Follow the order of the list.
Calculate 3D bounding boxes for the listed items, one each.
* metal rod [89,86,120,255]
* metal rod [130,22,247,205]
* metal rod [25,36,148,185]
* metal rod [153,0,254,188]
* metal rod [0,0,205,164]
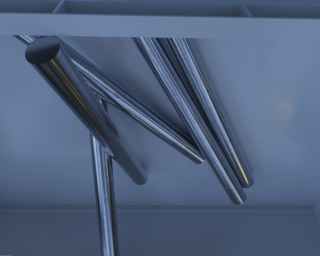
[{"bbox_3d":[-0.071,0.092,0.404,0.025,0.025,0.298,-2,105,1],"label":"metal rod"},{"bbox_3d":[0.051,0.003,0.400,0.025,0.025,0.299,-23,123,18],"label":"metal rod"},{"bbox_3d":[-0.055,0.011,0.343,0.025,0.025,0.299,-8,153,6],"label":"metal rod"},{"bbox_3d":[0.069,-0.019,0.394,0.025,0.025,0.299,-21,128,16],"label":"metal rod"},{"bbox_3d":[-0.043,-0.033,0.361,0.025,0.025,0.301,-35,128,26],"label":"metal rod"}]
